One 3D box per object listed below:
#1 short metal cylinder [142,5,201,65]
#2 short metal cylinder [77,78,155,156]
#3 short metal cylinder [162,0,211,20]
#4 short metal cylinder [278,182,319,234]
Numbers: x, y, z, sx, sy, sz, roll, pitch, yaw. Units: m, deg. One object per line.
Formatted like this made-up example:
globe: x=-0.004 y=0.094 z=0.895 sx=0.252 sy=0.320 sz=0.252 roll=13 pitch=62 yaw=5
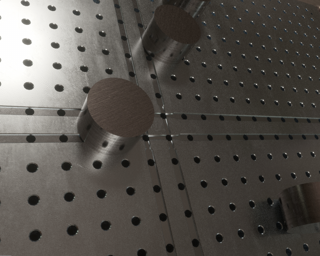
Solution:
short metal cylinder: x=0.017 y=-0.148 z=0.494 sx=0.081 sy=0.050 sz=0.080 roll=14 pitch=56 yaw=-21
short metal cylinder: x=-0.054 y=-0.013 z=0.373 sx=0.081 sy=0.050 sz=0.080 roll=14 pitch=56 yaw=-21
short metal cylinder: x=0.051 y=-0.243 z=0.570 sx=0.081 sy=0.050 sz=0.080 roll=14 pitch=56 yaw=-21
short metal cylinder: x=0.208 y=0.110 z=0.420 sx=0.081 sy=0.080 sz=0.050 roll=10 pitch=58 yaw=-23
